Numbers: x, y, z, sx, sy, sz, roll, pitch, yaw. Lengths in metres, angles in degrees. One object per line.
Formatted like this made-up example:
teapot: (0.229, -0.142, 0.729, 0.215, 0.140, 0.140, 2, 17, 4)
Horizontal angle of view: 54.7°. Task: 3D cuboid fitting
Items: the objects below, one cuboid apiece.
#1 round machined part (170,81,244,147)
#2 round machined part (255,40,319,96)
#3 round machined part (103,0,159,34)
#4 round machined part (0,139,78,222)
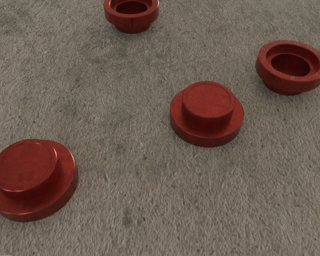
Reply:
round machined part: (0.063, -0.025, 0.414, 0.099, 0.042, 0.098, 0, 50, 0)
round machined part: (0.193, -0.086, 0.466, 0.099, 0.042, 0.098, 0, 50, 0)
round machined part: (-0.051, -0.209, 0.568, 0.099, 0.042, 0.098, 0, 50, 0)
round machined part: (-0.146, 0.051, 0.348, 0.099, 0.042, 0.098, 0, 50, 0)
